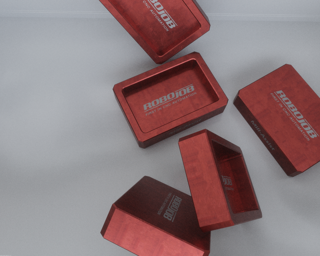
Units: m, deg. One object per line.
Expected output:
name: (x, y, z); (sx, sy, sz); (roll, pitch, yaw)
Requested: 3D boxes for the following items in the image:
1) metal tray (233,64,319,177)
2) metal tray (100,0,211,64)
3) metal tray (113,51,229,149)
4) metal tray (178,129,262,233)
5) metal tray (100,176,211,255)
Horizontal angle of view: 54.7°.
metal tray: (0.173, -0.013, 0.414); (0.090, 0.030, 0.130); (-30, 73, -11)
metal tray: (-0.007, -0.157, 0.400); (0.090, 0.130, 0.030); (-32, 32, 23)
metal tray: (0.014, -0.040, 0.421); (0.131, 0.030, 0.090); (-24, 72, -9)
metal tray: (0.070, 0.058, 0.334); (0.030, 0.130, 0.090); (-22, 69, 23)
metal tray: (0.005, 0.093, 0.320); (0.090, 0.130, 0.030); (24, 97, 8)
